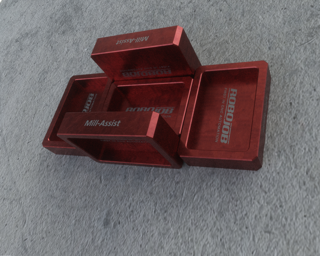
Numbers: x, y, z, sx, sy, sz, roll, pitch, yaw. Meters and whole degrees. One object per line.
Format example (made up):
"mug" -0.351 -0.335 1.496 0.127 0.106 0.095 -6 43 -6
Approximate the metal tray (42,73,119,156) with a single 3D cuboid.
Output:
"metal tray" -0.116 -0.022 0.474 0.090 0.030 0.130 1 62 28

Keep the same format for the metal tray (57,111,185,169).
"metal tray" -0.045 0.016 0.374 0.130 0.090 0.030 0 62 28

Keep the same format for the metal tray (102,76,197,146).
"metal tray" -0.018 -0.023 0.424 0.130 0.030 0.090 1 62 28

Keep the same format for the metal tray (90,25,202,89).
"metal tray" -0.017 -0.089 0.426 0.130 0.090 0.030 0 62 28

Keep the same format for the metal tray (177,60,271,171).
"metal tray" 0.079 -0.017 0.371 0.090 0.030 0.130 1 62 28
